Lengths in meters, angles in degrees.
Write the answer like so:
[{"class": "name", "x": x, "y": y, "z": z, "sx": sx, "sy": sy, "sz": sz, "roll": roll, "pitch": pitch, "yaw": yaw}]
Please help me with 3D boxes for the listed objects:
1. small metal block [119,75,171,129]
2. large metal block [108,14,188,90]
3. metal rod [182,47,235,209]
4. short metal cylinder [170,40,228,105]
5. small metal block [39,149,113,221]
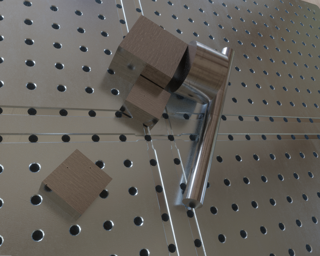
[{"class": "small metal block", "x": -0.019, "y": -0.036, "z": 0.419, "sx": 0.050, "sy": 0.025, "sz": 0.050, "roll": 30, "pitch": 52, "yaw": -9}, {"class": "large metal block", "x": -0.016, "y": -0.103, "z": 0.446, "sx": 0.080, "sy": 0.050, "sz": 0.080, "roll": 31, "pitch": 52, "yaw": -9}, {"class": "metal rod", "x": 0.080, "y": -0.021, "z": 0.463, "sx": 0.025, "sy": 0.025, "sz": 0.300, "roll": 28, "pitch": 52, "yaw": -11}, {"class": "short metal cylinder", "x": 0.055, "y": -0.080, "z": 0.451, "sx": 0.050, "sy": 0.080, "sz": 0.080, "roll": 21, "pitch": 54, "yaw": -16}, {"class": "small metal block", "x": -0.088, "y": 0.059, "z": 0.325, "sx": 0.050, "sy": 0.025, "sz": 0.050, "roll": 40, "pitch": 51, "yaw": -1}]
